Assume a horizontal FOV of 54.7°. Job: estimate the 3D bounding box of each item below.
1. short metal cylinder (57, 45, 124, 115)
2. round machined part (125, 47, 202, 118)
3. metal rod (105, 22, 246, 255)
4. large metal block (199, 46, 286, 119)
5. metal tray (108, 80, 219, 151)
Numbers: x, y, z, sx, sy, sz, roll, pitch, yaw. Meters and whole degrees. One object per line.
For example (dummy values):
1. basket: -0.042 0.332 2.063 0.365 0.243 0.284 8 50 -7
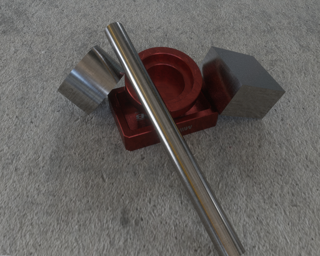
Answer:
1. short metal cylinder: -0.090 -0.064 0.413 0.050 0.080 0.080 40 53 -14
2. round machined part: 0.003 -0.055 0.409 0.099 0.042 0.098 2 65 -4
3. metal rod: 0.006 0.000 0.348 0.025 0.025 0.299 -22 70 -17
4. large metal block: 0.105 -0.060 0.418 0.081 0.050 0.080 3 45 -33
5. metal tray: 0.003 -0.027 0.424 0.131 0.030 0.090 -16 52 -14
